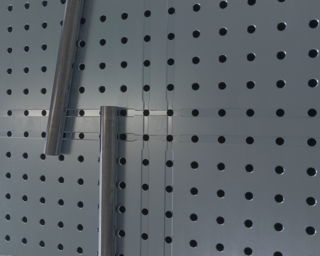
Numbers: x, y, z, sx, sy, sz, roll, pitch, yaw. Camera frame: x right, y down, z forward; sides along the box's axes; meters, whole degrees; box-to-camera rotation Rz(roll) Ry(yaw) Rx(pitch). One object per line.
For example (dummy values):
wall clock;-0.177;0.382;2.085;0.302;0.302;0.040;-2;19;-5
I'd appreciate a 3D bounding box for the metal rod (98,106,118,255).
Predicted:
metal rod;-0.074;0.119;0.438;0.025;0.025;0.298;1;90;20

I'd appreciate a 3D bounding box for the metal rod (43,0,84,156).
metal rod;-0.139;-0.107;0.461;0.025;0.025;0.298;11;94;19
